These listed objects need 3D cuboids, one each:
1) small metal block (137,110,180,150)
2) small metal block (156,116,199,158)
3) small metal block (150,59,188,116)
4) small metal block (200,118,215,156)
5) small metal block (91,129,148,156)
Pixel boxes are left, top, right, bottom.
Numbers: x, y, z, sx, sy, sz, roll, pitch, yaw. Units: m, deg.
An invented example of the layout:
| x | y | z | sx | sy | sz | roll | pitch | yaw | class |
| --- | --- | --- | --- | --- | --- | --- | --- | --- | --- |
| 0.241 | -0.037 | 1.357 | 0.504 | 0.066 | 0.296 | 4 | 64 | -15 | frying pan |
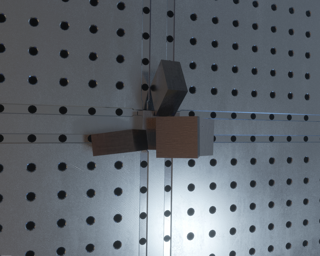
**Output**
| x | y | z | sx | sy | sz | roll | pitch | yaw | class |
| --- | --- | --- | --- | --- | --- | --- | --- | --- | --- |
| -0.003 | 0.003 | 0.412 | 0.050 | 0.025 | 0.050 | 3 | 89 | -20 | small metal block |
| 0.023 | 0.011 | 0.382 | 0.050 | 0.025 | 0.050 | 0 | 90 | 13 | small metal block |
| 0.010 | -0.049 | 0.392 | 0.025 | 0.050 | 0.050 | 3 | 53 | -19 | small metal block |
| 0.049 | 0.012 | 0.419 | 0.050 | 0.025 | 0.050 | 4 | 88 | -51 | small metal block |
| -0.047 | 0.017 | 0.371 | 0.050 | 0.050 | 0.025 | -7 | 87 | 15 | small metal block |
